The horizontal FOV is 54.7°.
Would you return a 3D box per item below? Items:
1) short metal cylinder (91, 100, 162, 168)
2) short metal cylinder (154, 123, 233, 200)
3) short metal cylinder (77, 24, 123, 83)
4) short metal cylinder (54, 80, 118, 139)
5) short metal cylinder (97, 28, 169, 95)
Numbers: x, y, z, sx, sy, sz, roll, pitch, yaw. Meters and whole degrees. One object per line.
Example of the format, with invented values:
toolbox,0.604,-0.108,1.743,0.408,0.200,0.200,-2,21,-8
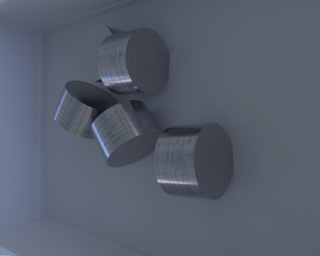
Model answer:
short metal cylinder,-0.042,0.009,0.404,0.080,0.081,0.050,-45,63,30
short metal cylinder,0.038,0.036,0.338,0.050,0.081,0.080,-5,87,40
short metal cylinder,-0.074,-0.105,0.450,0.080,0.050,0.079,0,90,39
short metal cylinder,-0.109,-0.028,0.458,0.080,0.081,0.050,44,116,30
short metal cylinder,-0.033,-0.083,0.396,0.050,0.081,0.079,3,92,40
